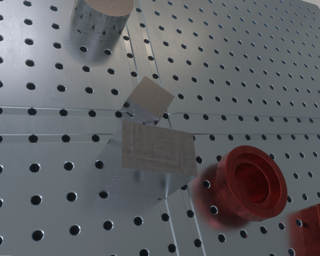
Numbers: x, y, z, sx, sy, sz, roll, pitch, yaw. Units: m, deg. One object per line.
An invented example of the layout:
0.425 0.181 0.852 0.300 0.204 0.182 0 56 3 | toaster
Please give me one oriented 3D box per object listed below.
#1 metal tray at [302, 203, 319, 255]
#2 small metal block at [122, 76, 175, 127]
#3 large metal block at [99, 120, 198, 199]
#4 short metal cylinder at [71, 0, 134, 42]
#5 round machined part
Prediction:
0.269 0.172 0.445 0.131 0.030 0.090 21 54 -16 | metal tray
-0.015 -0.035 0.421 0.050 0.025 0.050 35 51 -5 | small metal block
-0.016 0.039 0.340 0.081 0.080 0.050 10 58 -23 | large metal block
-0.085 -0.174 0.453 0.081 0.050 0.080 14 56 -21 | short metal cylinder
0.117 0.076 0.413 0.099 0.042 0.098 14 56 -21 | round machined part
